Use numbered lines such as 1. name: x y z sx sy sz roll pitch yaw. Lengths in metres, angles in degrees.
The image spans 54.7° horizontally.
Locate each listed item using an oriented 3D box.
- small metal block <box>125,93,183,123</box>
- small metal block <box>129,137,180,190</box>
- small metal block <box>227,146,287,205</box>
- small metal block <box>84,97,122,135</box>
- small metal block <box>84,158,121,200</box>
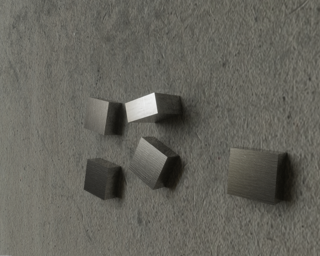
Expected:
1. small metal block: -0.007 -0.024 0.395 0.050 0.050 0.025 -15 80 39
2. small metal block: -0.009 0.046 0.412 0.050 0.025 0.050 36 112 34
3. small metal block: 0.100 0.048 0.322 0.050 0.025 0.050 6 94 39
4. small metal block: -0.089 -0.019 0.479 0.050 0.025 0.050 16 100 39
5. small metal block: -0.090 0.078 0.479 0.050 0.025 0.050 14 99 39
